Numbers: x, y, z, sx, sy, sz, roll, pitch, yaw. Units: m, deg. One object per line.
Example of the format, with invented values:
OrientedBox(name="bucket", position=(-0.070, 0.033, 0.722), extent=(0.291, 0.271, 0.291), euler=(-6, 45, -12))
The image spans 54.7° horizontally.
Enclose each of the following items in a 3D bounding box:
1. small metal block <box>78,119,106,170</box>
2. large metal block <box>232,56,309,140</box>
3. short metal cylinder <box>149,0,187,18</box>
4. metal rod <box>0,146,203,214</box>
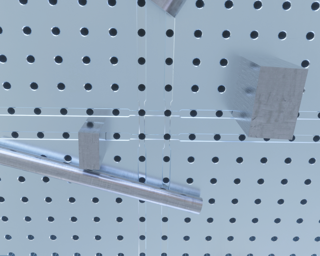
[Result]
OrientedBox(name="small metal block", position=(-0.088, 0.020, 0.406), extent=(0.025, 0.050, 0.050), euler=(3, 110, -2))
OrientedBox(name="large metal block", position=(0.126, -0.039, 0.372), extent=(0.050, 0.080, 0.079), euler=(3, 110, -2))
OrientedBox(name="short metal cylinder", position=(-0.003, -0.161, 0.325), extent=(0.080, 0.080, 0.050), euler=(32, 107, -11))
OrientedBox(name="metal rod", position=(-0.086, 0.074, 0.439), extent=(0.302, 0.025, 0.025), euler=(16, 109, -6))
